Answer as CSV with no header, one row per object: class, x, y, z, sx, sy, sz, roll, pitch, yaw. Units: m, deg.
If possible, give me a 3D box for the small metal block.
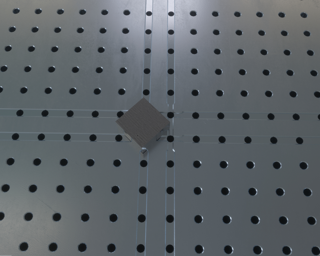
small metal block,-0.022,-0.004,0.413,0.050,0.025,0.050,-43,76,-14
